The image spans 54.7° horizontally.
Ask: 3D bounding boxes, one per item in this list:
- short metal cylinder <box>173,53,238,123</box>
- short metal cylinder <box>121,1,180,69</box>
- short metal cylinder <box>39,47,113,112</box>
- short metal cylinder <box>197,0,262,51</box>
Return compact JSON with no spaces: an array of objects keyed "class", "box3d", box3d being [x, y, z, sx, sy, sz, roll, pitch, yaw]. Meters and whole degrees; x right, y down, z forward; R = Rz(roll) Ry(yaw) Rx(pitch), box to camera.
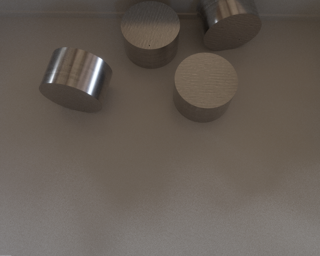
[{"class":"short metal cylinder","box3d":[0.059,-0.053,0.416,0.081,0.050,0.080,0,70,0]},{"class":"short metal cylinder","box3d":[-0.013,-0.133,0.445,0.081,0.050,0.080,0,70,0]},{"class":"short metal cylinder","box3d":[-0.107,-0.060,0.401,0.080,0.080,0.050,11,71,4]},{"class":"short metal cylinder","box3d":[0.096,-0.154,0.437,0.081,0.080,0.050,-9,71,-3]}]
